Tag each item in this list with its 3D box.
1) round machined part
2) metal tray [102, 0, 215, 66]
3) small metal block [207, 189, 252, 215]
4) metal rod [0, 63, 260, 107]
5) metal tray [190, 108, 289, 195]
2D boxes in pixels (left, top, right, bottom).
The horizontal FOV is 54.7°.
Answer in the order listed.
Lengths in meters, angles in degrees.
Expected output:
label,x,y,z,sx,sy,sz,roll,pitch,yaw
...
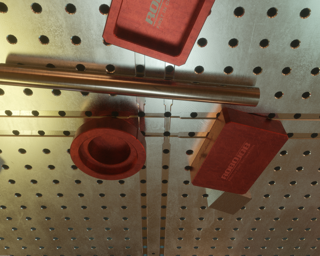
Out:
label,x,y,z,sx,sy,sz,roll,pitch,yaw
round machined part,-0.067,0.023,0.419,0.099,0.042,0.097,-1,130,0
metal tray,0.005,-0.132,0.295,0.091,0.030,0.129,15,128,-14
small metal block,0.113,0.113,0.510,0.050,0.025,0.050,21,127,-18
metal rod,-0.032,-0.050,0.368,0.302,0.025,0.025,5,130,-5
metal tray,0.107,0.039,0.443,0.091,0.030,0.129,13,129,-12
